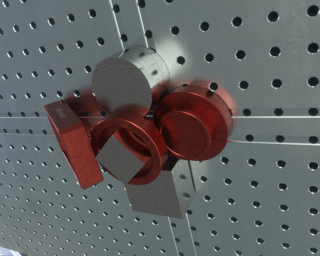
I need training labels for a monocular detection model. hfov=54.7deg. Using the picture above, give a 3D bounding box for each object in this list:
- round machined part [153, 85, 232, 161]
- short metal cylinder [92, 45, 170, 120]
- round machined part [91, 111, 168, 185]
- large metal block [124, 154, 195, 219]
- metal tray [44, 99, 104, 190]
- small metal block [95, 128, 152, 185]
[{"bbox_3d":[0.035,0.001,0.381,0.098,0.042,0.097,13,124,21],"label":"round machined part"},{"bbox_3d":[-0.035,-0.055,0.379,0.080,0.050,0.079,13,124,21],"label":"short metal cylinder"},{"bbox_3d":[-0.035,0.021,0.394,0.098,0.042,0.097,13,124,21],"label":"round machined part"},{"bbox_3d":[-0.003,0.076,0.440,0.080,0.050,0.080,1,119,28],"label":"large metal block"},{"bbox_3d":[-0.125,0.019,0.439,0.130,0.030,0.089,33,142,57],"label":"metal tray"},{"bbox_3d":[-0.043,0.033,0.375,0.050,0.025,0.050,41,129,0],"label":"small metal block"}]
